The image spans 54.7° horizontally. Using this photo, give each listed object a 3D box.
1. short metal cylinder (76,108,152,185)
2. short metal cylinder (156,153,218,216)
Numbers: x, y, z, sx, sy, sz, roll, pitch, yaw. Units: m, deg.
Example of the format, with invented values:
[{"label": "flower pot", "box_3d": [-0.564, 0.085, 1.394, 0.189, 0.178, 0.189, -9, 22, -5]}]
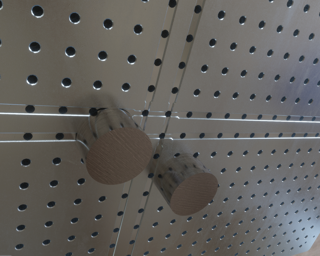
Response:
[{"label": "short metal cylinder", "box_3d": [-0.056, 0.022, 0.379, 0.081, 0.050, 0.079, -14, 125, -21]}, {"label": "short metal cylinder", "box_3d": [0.040, 0.086, 0.472, 0.081, 0.050, 0.079, -14, 125, -21]}]
